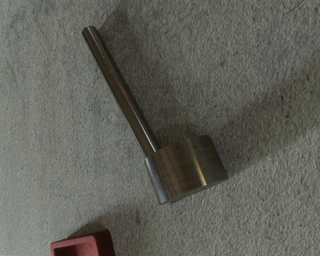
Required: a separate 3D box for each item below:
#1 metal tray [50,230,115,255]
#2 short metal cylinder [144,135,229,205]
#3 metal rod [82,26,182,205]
[{"bbox_3d":[-0.124,0.221,0.500,0.130,0.030,0.090,-24,75,37],"label":"metal tray"},{"bbox_3d":[0.029,0.047,0.344,0.080,0.081,0.050,-33,70,35],"label":"short metal cylinder"},{"bbox_3d":[-0.046,-0.032,0.440,0.025,0.025,0.299,-43,64,31],"label":"metal rod"}]
